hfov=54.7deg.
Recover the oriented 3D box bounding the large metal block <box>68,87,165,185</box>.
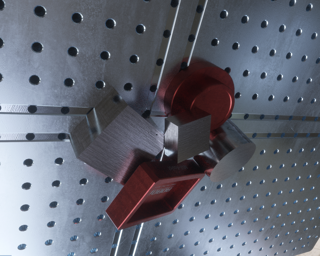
[{"bbox_3d":[-0.049,0.012,0.376,0.080,0.050,0.080,-46,129,4],"label":"large metal block"}]

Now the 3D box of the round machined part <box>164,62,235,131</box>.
[{"bbox_3d":[0.059,-0.034,0.411,0.099,0.042,0.097,-14,124,-21],"label":"round machined part"}]

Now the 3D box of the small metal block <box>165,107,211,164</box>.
[{"bbox_3d":[0.033,0.008,0.374,0.050,0.025,0.050,-20,124,-31],"label":"small metal block"}]

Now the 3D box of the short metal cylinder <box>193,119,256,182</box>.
[{"bbox_3d":[0.091,0.033,0.450,0.081,0.050,0.080,-25,145,-19],"label":"short metal cylinder"}]

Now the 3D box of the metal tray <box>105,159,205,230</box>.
[{"bbox_3d":[-0.001,0.087,0.424,0.090,0.030,0.131,-54,151,19],"label":"metal tray"}]
